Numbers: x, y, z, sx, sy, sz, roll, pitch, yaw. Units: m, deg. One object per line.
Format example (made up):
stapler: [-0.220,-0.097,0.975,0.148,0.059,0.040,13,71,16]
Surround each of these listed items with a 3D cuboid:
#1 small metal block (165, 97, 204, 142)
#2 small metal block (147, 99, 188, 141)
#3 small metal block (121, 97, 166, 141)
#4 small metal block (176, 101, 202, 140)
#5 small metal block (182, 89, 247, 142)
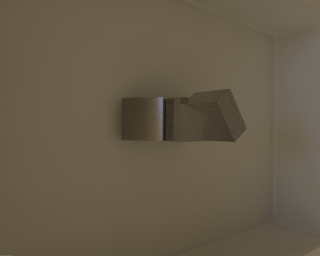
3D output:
small metal block: [0.034,-0.009,0.366,0.050,0.025,0.050,1,89,-40]
small metal block: [0.009,-0.009,0.395,0.025,0.050,0.050,1,89,-40]
small metal block: [-0.017,-0.010,0.370,0.025,0.050,0.050,2,89,-74]
small metal block: [0.038,-0.009,0.417,0.025,0.050,0.050,1,90,-6]
small metal block: [0.059,-0.013,0.339,0.025,0.050,0.050,-42,116,-31]
